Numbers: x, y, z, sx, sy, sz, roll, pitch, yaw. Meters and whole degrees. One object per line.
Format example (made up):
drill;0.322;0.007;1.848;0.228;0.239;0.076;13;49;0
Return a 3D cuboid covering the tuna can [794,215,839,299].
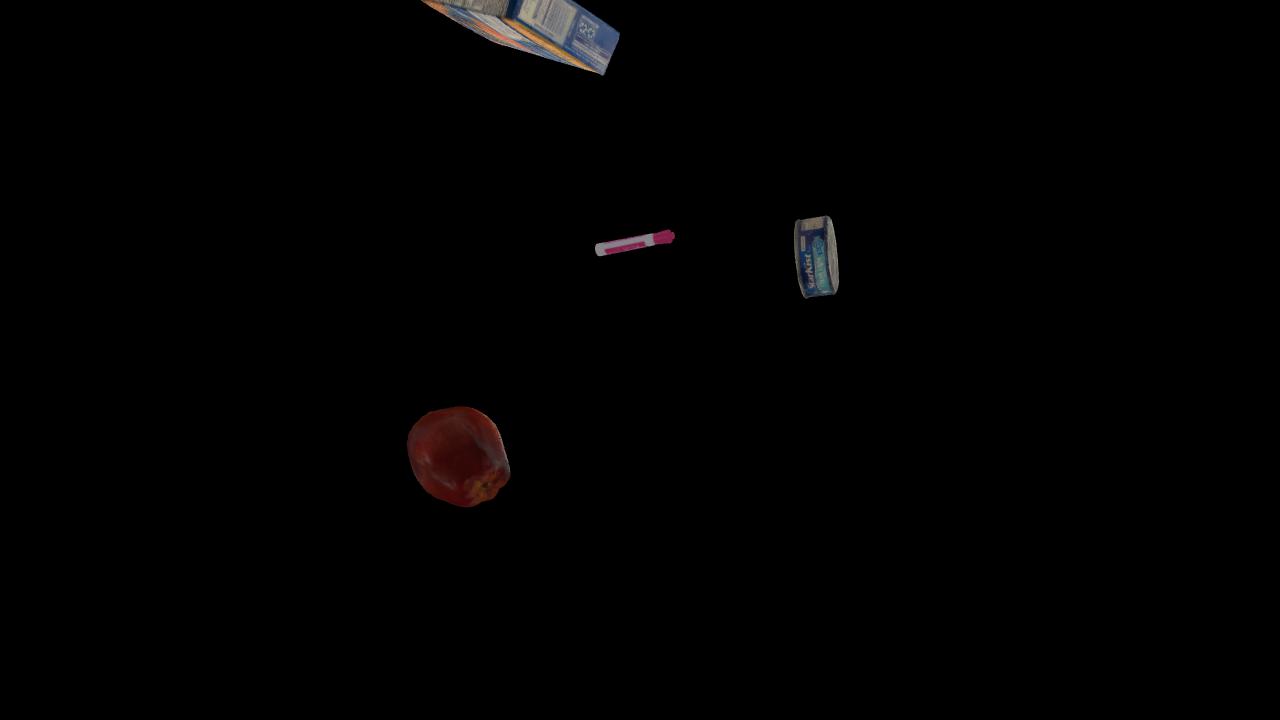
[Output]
tuna can;0.187;-0.108;0.649;0.034;0.084;0.084;-4;-2;24

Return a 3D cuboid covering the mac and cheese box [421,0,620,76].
mac and cheese box;-0.108;-0.295;0.527;0.093;0.041;0.184;8;22;-45

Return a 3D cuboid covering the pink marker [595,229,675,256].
pink marker;-0.007;-0.166;0.870;0.121;0.020;0.020;-5;-2;26

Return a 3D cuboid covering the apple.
apple;-0.154;0.080;0.520;0.079;0.079;0.093;0;34;-48
